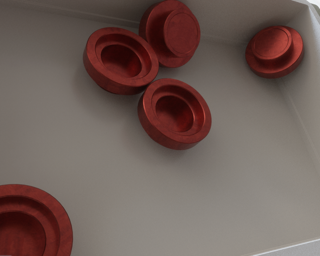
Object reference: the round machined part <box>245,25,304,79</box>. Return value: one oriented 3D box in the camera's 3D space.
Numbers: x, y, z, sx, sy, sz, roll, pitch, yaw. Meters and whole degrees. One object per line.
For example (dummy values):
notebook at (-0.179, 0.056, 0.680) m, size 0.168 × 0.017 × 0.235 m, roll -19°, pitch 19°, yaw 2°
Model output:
round machined part at (0.201, -0.141, 0.549) m, size 0.042 × 0.098 × 0.098 m, roll 35°, pitch 38°, yaw -55°

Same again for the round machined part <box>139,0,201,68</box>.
round machined part at (0.021, -0.138, 0.458) m, size 0.099 × 0.042 × 0.097 m, roll -9°, pitch 105°, yaw -35°

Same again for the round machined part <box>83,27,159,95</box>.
round machined part at (-0.055, -0.084, 0.417) m, size 0.099 × 0.042 × 0.098 m, roll 14°, pitch 56°, yaw -21°

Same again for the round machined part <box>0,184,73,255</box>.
round machined part at (-0.127, 0.101, 0.260) m, size 0.099 × 0.042 × 0.098 m, roll 14°, pitch 51°, yaw -18°

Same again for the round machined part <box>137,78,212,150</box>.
round machined part at (0.016, -0.014, 0.412) m, size 0.099 × 0.042 × 0.098 m, roll 14°, pitch 56°, yaw -21°
